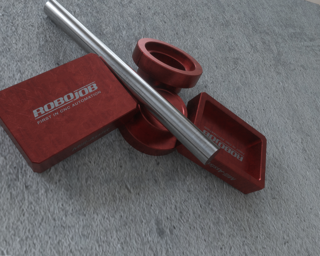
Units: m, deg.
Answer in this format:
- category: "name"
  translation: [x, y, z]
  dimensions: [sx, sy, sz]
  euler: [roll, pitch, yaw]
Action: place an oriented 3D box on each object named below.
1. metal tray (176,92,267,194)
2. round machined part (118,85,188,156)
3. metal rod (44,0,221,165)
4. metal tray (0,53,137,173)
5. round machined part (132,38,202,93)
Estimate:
- category: "metal tray"
  translation: [0.089, 0.021, 0.423]
  dimensions: [0.130, 0.030, 0.090]
  euler: [33, 51, -20]
- category: "round machined part"
  translation: [-0.004, -0.016, 0.403]
  dimensions: [0.099, 0.042, 0.098]
  euler: [14, 56, -21]
- category: "metal rod"
  translation: [-0.046, -0.067, 0.378]
  dimensions: [0.300, 0.025, 0.025]
  euler: [44, 50, 19]
- category: "metal tray"
  translation: [-0.103, -0.022, 0.346]
  dimensions: [0.131, 0.030, 0.090]
  euler: [-33, 77, -29]
- category: "round machined part"
  translation: [0.006, -0.083, 0.434]
  dimensions: [0.099, 0.042, 0.098]
  euler: [20, 32, -13]
